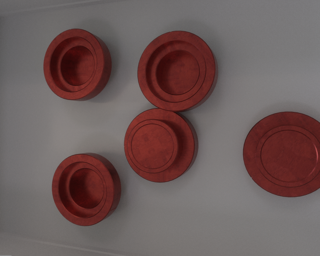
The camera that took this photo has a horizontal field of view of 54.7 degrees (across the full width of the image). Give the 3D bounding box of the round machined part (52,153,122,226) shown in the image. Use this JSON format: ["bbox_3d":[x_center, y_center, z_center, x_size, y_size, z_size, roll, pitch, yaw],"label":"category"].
[{"bbox_3d":[-0.098,0.083,0.436,0.098,0.042,0.097,0,90,20],"label":"round machined part"}]

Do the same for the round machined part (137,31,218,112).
[{"bbox_3d":[0.025,-0.069,0.393,0.098,0.042,0.097,0,90,20],"label":"round machined part"}]

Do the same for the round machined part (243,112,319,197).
[{"bbox_3d":[0.144,0.030,0.350,0.098,0.042,0.097,0,90,20],"label":"round machined part"}]

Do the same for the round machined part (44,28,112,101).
[{"bbox_3d":[-0.112,-0.087,0.441,0.098,0.042,0.097,0,90,20],"label":"round machined part"}]

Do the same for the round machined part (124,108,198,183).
[{"bbox_3d":[-0.003,0.023,0.403,0.098,0.042,0.097,0,90,20],"label":"round machined part"}]
